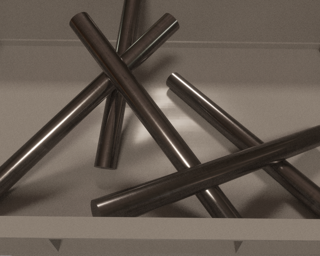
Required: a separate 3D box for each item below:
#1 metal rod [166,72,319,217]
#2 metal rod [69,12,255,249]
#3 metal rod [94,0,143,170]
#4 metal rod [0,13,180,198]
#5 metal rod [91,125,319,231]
[{"bbox_3d":[0.111,0.018,0.391,0.025,0.025,0.300,-31,57,-23],"label":"metal rod"},{"bbox_3d":[-0.003,-0.004,0.333,0.025,0.025,0.299,-33,81,-25],"label":"metal rod"},{"bbox_3d":[-0.047,-0.096,0.405,0.025,0.025,0.299,6,75,5],"label":"metal rod"},{"bbox_3d":[-0.090,-0.027,0.362,0.300,0.025,0.025,-45,62,-9],"label":"metal rod"},{"bbox_3d":[0.078,0.038,0.317,0.303,0.025,0.025,-13,50,-30],"label":"metal rod"}]
